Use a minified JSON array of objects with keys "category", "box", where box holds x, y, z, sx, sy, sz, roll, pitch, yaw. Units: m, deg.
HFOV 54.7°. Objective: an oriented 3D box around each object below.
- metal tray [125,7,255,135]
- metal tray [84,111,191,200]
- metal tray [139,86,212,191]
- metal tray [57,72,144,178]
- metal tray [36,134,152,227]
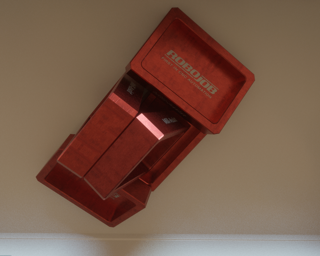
[{"category":"metal tray","box":[0.037,-0.064,0.365,0.130,0.030,0.090,37,80,-13]},{"category":"metal tray","box":[-0.018,0.024,0.349,0.030,0.130,0.090,45,105,9]},{"category":"metal tray","box":[-0.006,0.012,0.411,0.090,0.030,0.130,37,105,-13]},{"category":"metal tray","box":[-0.060,-0.012,0.347,0.030,0.130,0.090,39,106,-13]},{"category":"metal tray","box":[-0.089,0.075,0.415,0.130,0.030,0.090,38,130,-14]}]
